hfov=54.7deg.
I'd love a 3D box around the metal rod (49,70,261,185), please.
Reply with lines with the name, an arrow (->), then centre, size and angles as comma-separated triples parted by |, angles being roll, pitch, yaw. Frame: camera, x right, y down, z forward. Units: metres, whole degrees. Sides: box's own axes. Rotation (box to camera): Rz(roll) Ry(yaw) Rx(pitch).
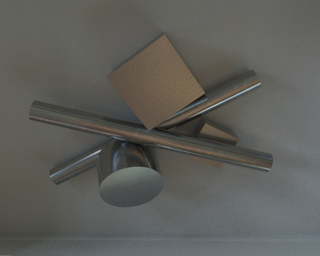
metal rod -> -0.013, 0.003, 0.410 | 0.301, 0.025, 0.025 | -26, 108, 8

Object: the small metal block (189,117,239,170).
small metal block -> 0.069, 0.021, 0.417 | 0.050, 0.025, 0.050 | 25, 108, -10

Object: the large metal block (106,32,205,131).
large metal block -> -0.004, -0.057, 0.375 | 0.080, 0.050, 0.080 | -34, 107, 11

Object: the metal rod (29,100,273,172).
metal rod -> -0.006, 0.012, 0.387 | 0.302, 0.025, 0.025 | 13, 110, -5

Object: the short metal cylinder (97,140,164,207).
short metal cylinder -> -0.040, 0.058, 0.402 | 0.081, 0.050, 0.079 | -8, 133, -9
